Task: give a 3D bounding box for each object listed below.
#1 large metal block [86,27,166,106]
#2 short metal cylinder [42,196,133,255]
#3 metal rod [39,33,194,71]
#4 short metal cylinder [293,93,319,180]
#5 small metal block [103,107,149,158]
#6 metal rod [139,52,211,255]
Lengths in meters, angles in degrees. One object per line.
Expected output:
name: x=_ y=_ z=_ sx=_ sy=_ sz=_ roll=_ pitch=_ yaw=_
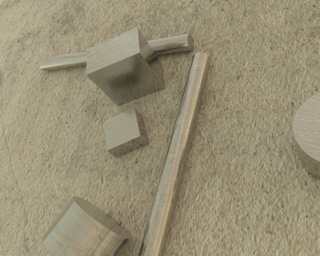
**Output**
large metal block: x=-0.047 y=-0.085 z=0.445 sx=0.080 sy=0.080 sz=0.050 roll=-19 pitch=55 yaw=17
short metal cylinder: x=-0.077 y=0.118 z=0.337 sx=0.080 sy=0.080 sz=0.050 roll=28 pitch=77 yaw=37
metal rod: x=-0.088 y=-0.124 z=0.526 sx=0.300 sy=0.025 sz=0.025 roll=-1 pitch=61 yaw=27
short metal cylinder: x=0.171 y=0.009 z=0.293 sx=0.080 sy=0.050 sz=0.080 roll=-13 pitch=56 yaw=21
small metal block: x=-0.047 y=0.006 z=0.425 sx=0.050 sy=0.025 sz=0.050 roll=-24 pitch=53 yaw=13
metal rod: x=0.020 y=0.034 z=0.372 sx=0.025 sy=0.025 sz=0.300 roll=2 pitch=63 yaw=29
